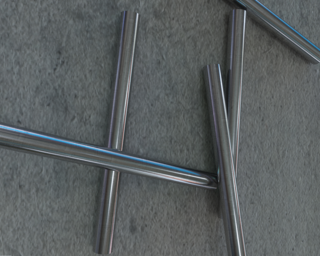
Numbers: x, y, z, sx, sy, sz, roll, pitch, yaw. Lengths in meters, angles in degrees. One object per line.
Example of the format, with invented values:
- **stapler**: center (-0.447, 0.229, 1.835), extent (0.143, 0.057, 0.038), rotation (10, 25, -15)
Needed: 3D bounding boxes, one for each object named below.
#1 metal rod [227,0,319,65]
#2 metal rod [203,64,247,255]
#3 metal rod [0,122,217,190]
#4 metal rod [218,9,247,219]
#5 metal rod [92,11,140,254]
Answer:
- **metal rod**: center (0.133, -0.182, 0.459), extent (0.301, 0.025, 0.025), rotation (28, 81, -18)
- **metal rod**: center (0.090, 0.061, 0.422), extent (0.025, 0.025, 0.298), rotation (-4, 84, -20)
- **metal rod**: center (-0.050, 0.038, 0.363), extent (0.302, 0.025, 0.025), rotation (17, 84, -30)
- **metal rod**: center (0.104, -0.020, 0.449), extent (0.025, 0.025, 0.298), rotation (4, 89, -20)
- **metal rod**: center (-0.054, 0.004, 0.389), extent (0.025, 0.025, 0.298), rotation (7, 88, -20)
